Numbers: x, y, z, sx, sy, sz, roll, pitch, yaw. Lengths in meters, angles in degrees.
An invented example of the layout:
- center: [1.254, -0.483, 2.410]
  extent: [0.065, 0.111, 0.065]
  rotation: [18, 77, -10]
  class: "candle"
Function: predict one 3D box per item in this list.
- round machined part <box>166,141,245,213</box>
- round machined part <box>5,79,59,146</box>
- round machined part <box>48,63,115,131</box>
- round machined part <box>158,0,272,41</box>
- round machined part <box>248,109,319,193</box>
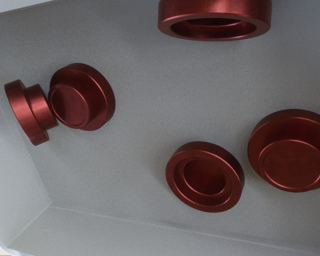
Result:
- center: [0.060, 0.058, 0.401]
  extent: [0.098, 0.042, 0.097]
  rotation: [13, 124, 20]
  class: "round machined part"
- center: [-0.183, -0.026, 0.454]
  extent: [0.098, 0.042, 0.098]
  rotation: [57, 164, 28]
  class: "round machined part"
- center: [-0.116, -0.038, 0.433]
  extent: [0.098, 0.042, 0.097]
  rotation: [13, 124, 20]
  class: "round machined part"
- center: [0.048, -0.109, 0.276]
  extent: [0.098, 0.098, 0.042]
  rotation: [4, 95, 26]
  class: "round machined part"
- center: [0.146, 0.032, 0.340]
  extent: [0.098, 0.042, 0.097]
  rotation: [13, 124, 20]
  class: "round machined part"
